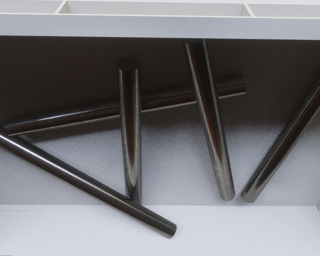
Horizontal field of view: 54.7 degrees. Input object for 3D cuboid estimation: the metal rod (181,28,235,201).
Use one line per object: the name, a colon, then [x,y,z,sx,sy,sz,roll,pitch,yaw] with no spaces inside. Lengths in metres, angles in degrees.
metal rod: [0.070,0.011,0.394,0.025,0.025,0.299,-12,137,10]

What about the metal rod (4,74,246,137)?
metal rod: [-0.049,-0.026,0.386,0.301,0.025,0.025,-10,130,8]

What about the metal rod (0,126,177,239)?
metal rod: [-0.103,0.085,0.452,0.301,0.025,0.025,33,123,-15]

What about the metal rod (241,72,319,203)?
metal rod: [0.179,0.002,0.412,0.025,0.025,0.298,10,130,-9]

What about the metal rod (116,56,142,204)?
metal rod: [-0.037,0.037,0.416,0.025,0.025,0.298,2,137,-2]
